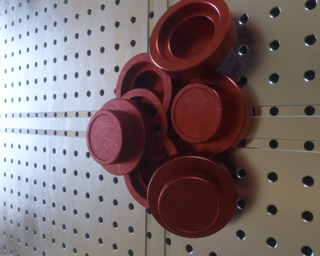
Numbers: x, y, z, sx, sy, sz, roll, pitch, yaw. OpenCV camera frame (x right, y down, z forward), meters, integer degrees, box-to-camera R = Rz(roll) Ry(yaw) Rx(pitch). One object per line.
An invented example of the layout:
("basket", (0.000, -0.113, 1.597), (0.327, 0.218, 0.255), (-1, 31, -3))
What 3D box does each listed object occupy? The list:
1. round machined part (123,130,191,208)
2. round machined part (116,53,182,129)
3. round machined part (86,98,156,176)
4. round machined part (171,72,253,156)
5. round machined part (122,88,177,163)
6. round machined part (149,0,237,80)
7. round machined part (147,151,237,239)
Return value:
("round machined part", (0.001, 0.051, 0.398), (0.098, 0.042, 0.097), (0, 90, 40))
("round machined part", (-0.010, -0.046, 0.408), (0.098, 0.042, 0.097), (0, 90, 40))
("round machined part", (-0.055, 0.011, 0.390), (0.098, 0.042, 0.097), (0, 90, 40))
("round machined part", (0.052, -0.016, 0.356), (0.098, 0.042, 0.097), (0, 90, 40))
("round machined part", (-0.015, -0.002, 0.411), (0.098, 0.042, 0.097), (0, 90, 40))
("round machined part", (0.040, -0.097, 0.352), (0.098, 0.042, 0.098), (-14, 62, 28))
("round machined part", (0.034, 0.078, 0.339), (0.098, 0.042, 0.097), (1, 103, 7))
